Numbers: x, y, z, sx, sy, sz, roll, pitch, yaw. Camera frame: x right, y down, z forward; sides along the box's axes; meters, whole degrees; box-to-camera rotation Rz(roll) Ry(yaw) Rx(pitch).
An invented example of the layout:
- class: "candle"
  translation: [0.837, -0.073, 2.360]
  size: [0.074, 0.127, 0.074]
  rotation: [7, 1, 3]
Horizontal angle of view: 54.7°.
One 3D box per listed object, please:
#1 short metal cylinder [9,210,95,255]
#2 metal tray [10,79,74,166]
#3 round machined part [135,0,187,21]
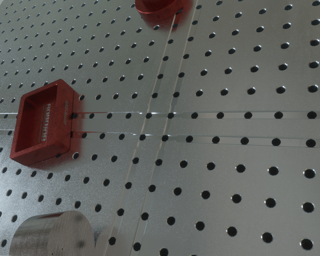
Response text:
- class: "short metal cylinder"
  translation: [-0.118, 0.137, 0.349]
  size: [0.050, 0.080, 0.080]
  rotation: [-13, 56, 20]
- class: "metal tray"
  translation: [-0.192, -0.011, 0.509]
  size: [0.090, 0.030, 0.130]
  rotation: [-19, 54, 16]
- class: "round machined part"
  translation: [-0.001, -0.238, 0.542]
  size: [0.098, 0.042, 0.098]
  rotation: [-13, 56, 20]
